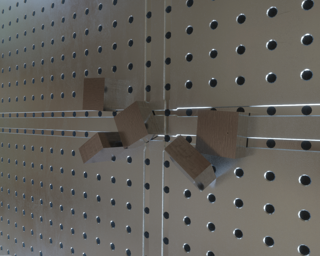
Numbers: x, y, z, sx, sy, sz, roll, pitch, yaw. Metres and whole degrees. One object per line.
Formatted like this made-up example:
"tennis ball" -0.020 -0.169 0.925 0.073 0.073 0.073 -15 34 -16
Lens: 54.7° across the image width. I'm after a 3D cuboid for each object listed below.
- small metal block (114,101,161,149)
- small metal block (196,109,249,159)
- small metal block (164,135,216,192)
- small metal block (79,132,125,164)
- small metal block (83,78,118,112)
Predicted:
"small metal block" -0.033 -0.004 0.435 0.050 0.025 0.050 -31 71 35
"small metal block" 0.070 0.006 0.351 0.050 0.025 0.050 6 94 39
"small metal block" 0.036 0.042 0.358 0.025 0.050 0.050 -42 60 -6
"small metal block" -0.083 0.029 0.459 0.050 0.050 0.025 -37 68 34
"small metal block" -0.094 -0.052 0.485 0.050 0.025 0.050 6 94 39
